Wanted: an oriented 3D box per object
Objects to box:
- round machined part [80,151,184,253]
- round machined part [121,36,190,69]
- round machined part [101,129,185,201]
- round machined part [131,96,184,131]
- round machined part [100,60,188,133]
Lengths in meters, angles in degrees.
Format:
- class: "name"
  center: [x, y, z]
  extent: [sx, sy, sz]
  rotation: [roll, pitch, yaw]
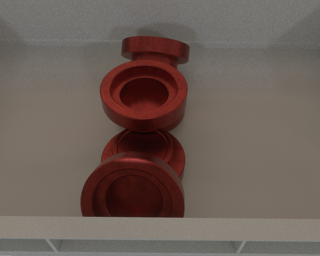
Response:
- class: "round machined part"
  center: [-0.025, 0.070, 0.310]
  extent: [0.099, 0.097, 0.042]
  rotation: [5, 13, 3]
- class: "round machined part"
  center: [-0.008, -0.101, 0.453]
  extent: [0.099, 0.098, 0.042]
  rotation: [5, 93, 4]
- class: "round machined part"
  center: [-0.020, 0.034, 0.362]
  extent: [0.099, 0.042, 0.098]
  rotation: [0, 50, 0]
- class: "round machined part"
  center: [-0.014, -0.041, 0.426]
  extent: [0.099, 0.042, 0.098]
  rotation: [0, 50, 0]
- class: "round machined part"
  center: [-0.018, -0.033, 0.364]
  extent: [0.099, 0.042, 0.098]
  rotation: [0, 50, 0]
